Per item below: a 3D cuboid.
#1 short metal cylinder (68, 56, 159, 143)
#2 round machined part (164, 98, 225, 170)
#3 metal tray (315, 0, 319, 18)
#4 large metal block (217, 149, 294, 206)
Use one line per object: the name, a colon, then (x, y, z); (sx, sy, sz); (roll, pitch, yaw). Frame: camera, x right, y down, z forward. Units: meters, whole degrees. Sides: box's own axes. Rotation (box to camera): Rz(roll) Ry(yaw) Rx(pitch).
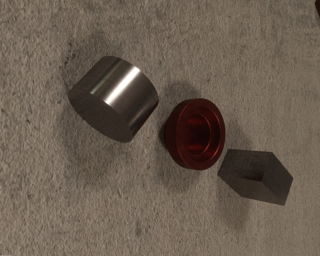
short metal cylinder: (-0.049, -0.029, 0.330); (0.080, 0.080, 0.050); (50, 60, -29)
round machined part: (0.044, 0.008, 0.433); (0.099, 0.042, 0.097); (0, 90, -40)
metal tray: (0.434, -0.283, 0.769); (0.130, 0.030, 0.090); (51, 60, -28)
large metal block: (0.155, 0.078, 0.502); (0.080, 0.080, 0.050); (43, 64, -32)
